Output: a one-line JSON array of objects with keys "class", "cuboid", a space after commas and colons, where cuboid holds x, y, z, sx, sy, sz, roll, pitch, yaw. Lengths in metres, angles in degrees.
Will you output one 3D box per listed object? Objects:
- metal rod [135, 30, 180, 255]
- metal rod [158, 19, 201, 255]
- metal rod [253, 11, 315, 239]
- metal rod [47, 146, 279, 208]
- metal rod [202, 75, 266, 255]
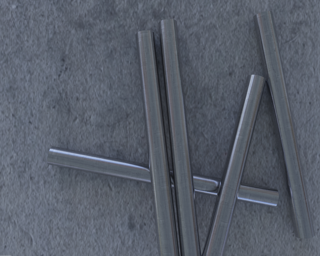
[{"class": "metal rod", "cuboid": [-0.004, 0.023, 0.389, 0.025, 0.025, 0.298, -6, 82, -1]}, {"class": "metal rod", "cuboid": [0.024, 0.008, 0.391, 0.025, 0.025, 0.298, -5, 83, -1]}, {"class": "metal rod", "cuboid": [0.165, -0.004, 0.412, 0.025, 0.025, 0.298, -11, 90, 0]}, {"class": "metal rod", "cuboid": [0.005, 0.065, 0.410, 0.302, 0.025, 0.025, 11, 90, -1]}, {"class": "metal rod", "cuboid": [0.086, 0.075, 0.385, 0.025, 0.025, 0.299, 17, 80, -1]}]
